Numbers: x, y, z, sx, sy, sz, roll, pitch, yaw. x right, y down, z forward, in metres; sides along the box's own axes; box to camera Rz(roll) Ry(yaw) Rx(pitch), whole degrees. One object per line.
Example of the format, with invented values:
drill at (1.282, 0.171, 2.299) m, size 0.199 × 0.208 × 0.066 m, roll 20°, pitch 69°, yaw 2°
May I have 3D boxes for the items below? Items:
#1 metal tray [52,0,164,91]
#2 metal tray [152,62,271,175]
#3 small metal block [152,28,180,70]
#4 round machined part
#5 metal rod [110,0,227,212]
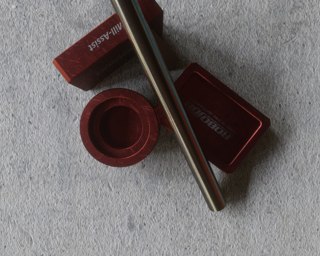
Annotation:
metal tray at (-0.057, -0.099, 0.377) m, size 0.130 × 0.090 × 0.030 m, roll -37°, pitch 90°, yaw 0°
metal tray at (0.066, -0.012, 0.409) m, size 0.130 × 0.030 × 0.090 m, roll 38°, pitch 90°, yaw -1°
small metal block at (-0.005, -0.096, 0.394) m, size 0.025 × 0.050 × 0.050 m, roll -43°, pitch 105°, yaw 2°
round machined part at (-0.048, -0.001, 0.398) m, size 0.099 × 0.042 × 0.097 m, roll 0°, pitch 93°, yaw 5°
metal rod at (0.016, -0.021, 0.358) m, size 0.025 × 0.025 × 0.299 m, roll -26°, pitch 112°, yaw 0°
